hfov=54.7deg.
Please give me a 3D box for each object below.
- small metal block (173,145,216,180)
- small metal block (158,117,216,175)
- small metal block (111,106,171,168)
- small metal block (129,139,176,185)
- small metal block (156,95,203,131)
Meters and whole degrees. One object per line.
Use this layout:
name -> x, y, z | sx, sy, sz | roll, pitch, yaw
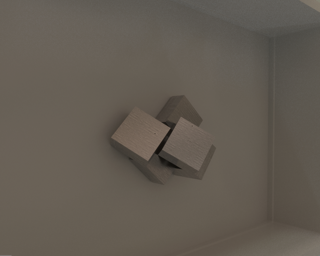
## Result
small metal block -> 0.042, 0.040, 0.425 | 0.025, 0.050, 0.050 | 43, 64, -32
small metal block -> 0.033, 0.023, 0.386 | 0.050, 0.025, 0.050 | 31, 67, 0
small metal block -> -0.023, 0.011, 0.371 | 0.050, 0.025, 0.050 | 32, 65, 6
small metal block -> -0.004, 0.038, 0.403 | 0.050, 0.025, 0.050 | 50, 60, -29
small metal block -> 0.026, -0.010, 0.428 | 0.050, 0.025, 0.050 | 50, 60, -29
